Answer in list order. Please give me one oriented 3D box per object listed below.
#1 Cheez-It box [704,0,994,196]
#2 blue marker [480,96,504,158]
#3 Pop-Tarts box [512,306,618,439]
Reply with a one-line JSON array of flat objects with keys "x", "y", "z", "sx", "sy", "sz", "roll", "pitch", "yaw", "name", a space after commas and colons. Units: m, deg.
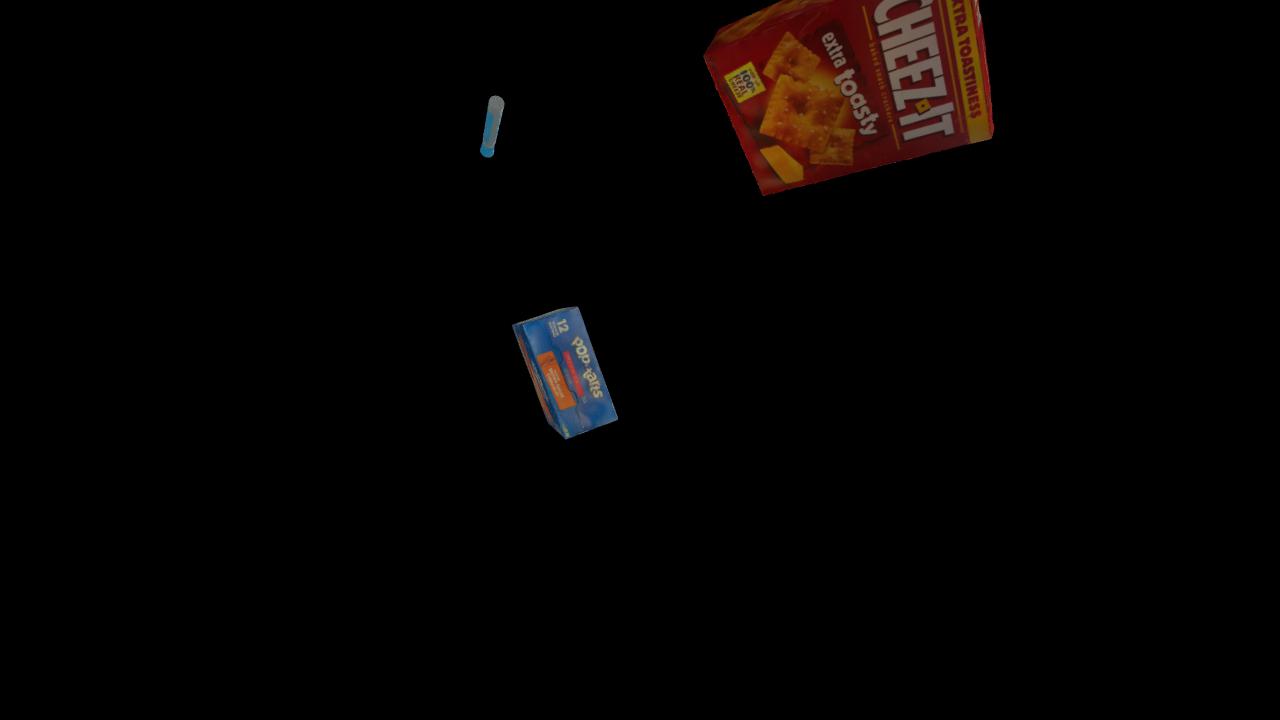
[{"x": 0.195, "y": -0.261, "z": 0.575, "sx": 0.223, "sy": 0.071, "sz": 0.166, "roll": -7, "pitch": -45, "yaw": 33, "name": "Cheez-It box"}, {"x": -0.193, "y": -0.299, "z": 0.800, "sx": 0.020, "sy": 0.020, "sz": 0.121, "roll": 0, "pitch": -12, "yaw": -20, "name": "blue marker"}, {"x": -0.112, "y": 0.014, "z": 0.885, "sx": 0.083, "sy": 0.167, "sz": 0.141, "roll": -22, "pitch": 10, "yaw": -16, "name": "Pop-Tarts box"}]
